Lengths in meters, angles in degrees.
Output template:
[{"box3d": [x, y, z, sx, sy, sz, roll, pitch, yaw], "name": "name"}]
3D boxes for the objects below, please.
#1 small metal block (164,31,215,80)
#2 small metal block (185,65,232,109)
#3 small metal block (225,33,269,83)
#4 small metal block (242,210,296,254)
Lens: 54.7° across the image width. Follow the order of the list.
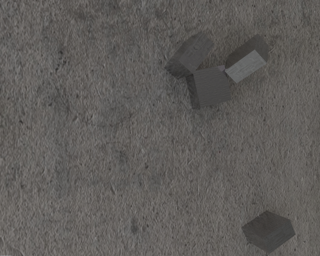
[{"box3d": [0.038, -0.095, 0.409, 0.025, 0.050, 0.050, 40, 77, -16], "name": "small metal block"}, {"box3d": [0.068, -0.057, 0.434, 0.050, 0.025, 0.050, -15, 95, -20], "name": "small metal block"}, {"box3d": [0.121, -0.097, 0.430, 0.025, 0.050, 0.050, 42, 42, -15], "name": "small metal block"}, {"box3d": [0.158, 0.151, 0.454, 0.050, 0.050, 0.025, -26, 99, -18], "name": "small metal block"}]
